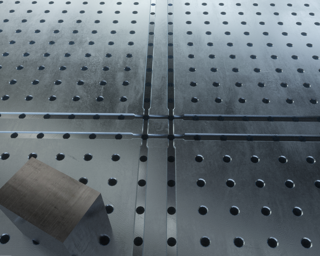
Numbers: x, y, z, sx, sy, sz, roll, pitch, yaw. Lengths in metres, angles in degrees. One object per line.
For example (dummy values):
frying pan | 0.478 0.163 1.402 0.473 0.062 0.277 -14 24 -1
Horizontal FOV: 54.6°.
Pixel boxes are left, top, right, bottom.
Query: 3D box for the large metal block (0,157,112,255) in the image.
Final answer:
large metal block | -0.099 0.084 0.301 0.080 0.080 0.050 23 54 18
